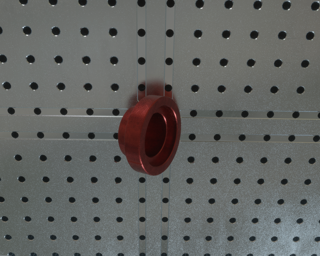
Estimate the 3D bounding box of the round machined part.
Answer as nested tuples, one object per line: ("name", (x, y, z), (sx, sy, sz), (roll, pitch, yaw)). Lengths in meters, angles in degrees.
("round machined part", (-0.015, 0.007, 0.386), (0.042, 0.099, 0.097), (10, 114, 30))
